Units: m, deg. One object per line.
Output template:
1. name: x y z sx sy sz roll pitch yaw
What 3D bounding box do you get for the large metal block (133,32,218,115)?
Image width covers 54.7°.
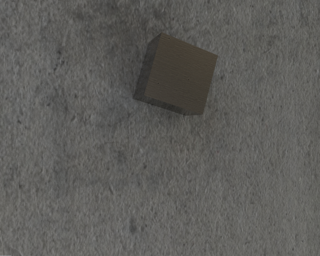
1. large metal block: 0.019 -0.066 0.404 0.081 0.050 0.080 17 84 -20
